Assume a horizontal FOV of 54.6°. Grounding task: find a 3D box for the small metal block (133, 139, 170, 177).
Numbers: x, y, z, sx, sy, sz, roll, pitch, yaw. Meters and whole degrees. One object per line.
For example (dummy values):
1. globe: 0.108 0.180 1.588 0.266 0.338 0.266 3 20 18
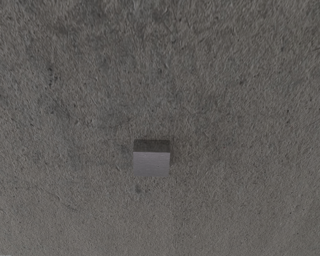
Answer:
1. small metal block: -0.012 0.044 0.444 0.050 0.025 0.050 1 130 -2
